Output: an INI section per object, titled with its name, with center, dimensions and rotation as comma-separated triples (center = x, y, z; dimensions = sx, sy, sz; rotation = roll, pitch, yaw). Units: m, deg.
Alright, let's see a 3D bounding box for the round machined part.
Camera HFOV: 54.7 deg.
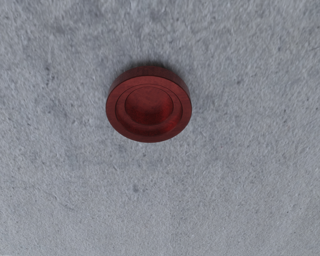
[round machined part]
center = -0.013, -0.031, 0.369
dimensions = 0.099, 0.042, 0.097
rotation = -1, 130, 0
